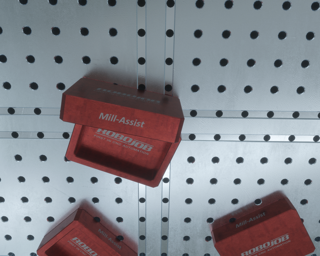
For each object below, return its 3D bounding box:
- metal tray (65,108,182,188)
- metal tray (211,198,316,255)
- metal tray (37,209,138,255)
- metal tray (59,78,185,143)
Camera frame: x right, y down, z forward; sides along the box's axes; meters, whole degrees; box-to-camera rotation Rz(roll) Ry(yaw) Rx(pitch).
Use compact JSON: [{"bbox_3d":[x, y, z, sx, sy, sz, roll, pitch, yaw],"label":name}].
[{"bbox_3d":[-0.048,0.019,0.410,0.131,0.030,0.089,20,115,-9],"label":"metal tray"},{"bbox_3d":[0.158,0.174,0.477,0.130,0.030,0.090,-28,108,9],"label":"metal tray"},{"bbox_3d":[-0.110,0.197,0.481,0.090,0.030,0.130,-41,106,13],"label":"metal tray"},{"bbox_3d":[-0.041,-0.024,0.369,0.131,0.090,0.030,12,110,-5],"label":"metal tray"}]
